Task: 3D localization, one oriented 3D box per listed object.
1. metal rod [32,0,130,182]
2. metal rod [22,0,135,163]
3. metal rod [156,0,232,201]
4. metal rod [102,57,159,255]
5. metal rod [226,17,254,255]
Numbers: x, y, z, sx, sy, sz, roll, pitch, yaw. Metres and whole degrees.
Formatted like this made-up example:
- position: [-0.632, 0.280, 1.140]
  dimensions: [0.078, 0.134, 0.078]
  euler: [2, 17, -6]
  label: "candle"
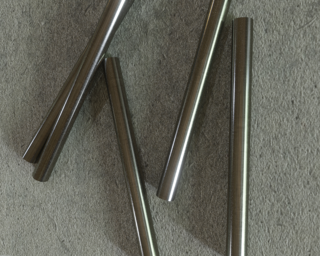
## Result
- position: [-0.114, -0.051, 0.433]
  dimensions: [0.025, 0.025, 0.298]
  euler: [33, 106, 17]
  label: "metal rod"
- position: [-0.119, -0.074, 0.450]
  dimensions: [0.025, 0.025, 0.299]
  euler: [37, 102, 16]
  label: "metal rod"
- position: [0.046, -0.052, 0.392]
  dimensions: [0.025, 0.025, 0.298]
  euler: [17, 96, 19]
  label: "metal rod"
- position: [-0.039, 0.051, 0.422]
  dimensions: [0.025, 0.025, 0.298]
  euler: [-13, 86, 19]
  label: "metal rod"
- position: [0.096, 0.020, 0.374]
  dimensions: [0.025, 0.025, 0.298]
  euler: [2, 91, 20]
  label: "metal rod"
